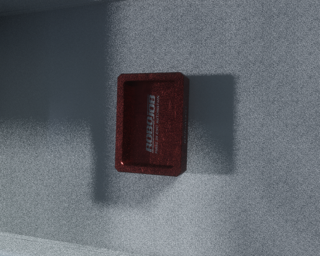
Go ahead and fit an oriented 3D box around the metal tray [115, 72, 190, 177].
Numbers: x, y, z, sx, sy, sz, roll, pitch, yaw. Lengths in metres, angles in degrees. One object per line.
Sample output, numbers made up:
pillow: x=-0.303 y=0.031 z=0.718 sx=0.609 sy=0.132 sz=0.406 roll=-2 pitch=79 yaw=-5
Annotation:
metal tray: x=-0.010 y=-0.006 z=0.407 sx=0.090 sy=0.030 sz=0.129 roll=2 pitch=90 yaw=19
